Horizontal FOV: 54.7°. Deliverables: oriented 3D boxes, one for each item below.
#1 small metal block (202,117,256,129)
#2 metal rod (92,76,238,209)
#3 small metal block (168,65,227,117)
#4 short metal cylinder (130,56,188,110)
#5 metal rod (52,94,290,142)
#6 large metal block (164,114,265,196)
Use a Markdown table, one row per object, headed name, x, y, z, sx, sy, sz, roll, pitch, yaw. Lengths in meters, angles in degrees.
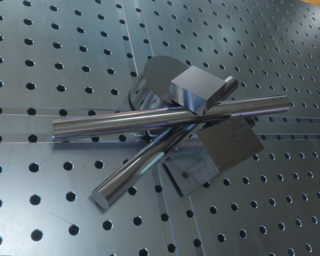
| name | x | y | z | sx | sy | sz | roll | pitch | yaw |
| --- | --- | --- | --- | --- | --- | --- | --- | --- | --- |
| small metal block | 0.098 | -0.003 | 0.442 | 0.050 | 0.050 | 0.025 | -1 | 62 | -27 |
| metal rod | 0.028 | 0.000 | 0.419 | 0.025 | 0.025 | 0.302 | 47 | 51 | 4 |
| small metal block | 0.046 | -0.047 | 0.383 | 0.050 | 0.025 | 0.050 | 31 | 48 | 21 |
| short metal cylinder | 0.006 | -0.051 | 0.422 | 0.081 | 0.050 | 0.080 | 14 | 55 | -21 |
| metal rod | 0.027 | -0.015 | 0.383 | 0.302 | 0.025 | 0.025 | -7 | 65 | -17 |
| large metal block | 0.065 | 0.033 | 0.382 | 0.081 | 0.080 | 0.050 | -20 | 73 | -36 |
